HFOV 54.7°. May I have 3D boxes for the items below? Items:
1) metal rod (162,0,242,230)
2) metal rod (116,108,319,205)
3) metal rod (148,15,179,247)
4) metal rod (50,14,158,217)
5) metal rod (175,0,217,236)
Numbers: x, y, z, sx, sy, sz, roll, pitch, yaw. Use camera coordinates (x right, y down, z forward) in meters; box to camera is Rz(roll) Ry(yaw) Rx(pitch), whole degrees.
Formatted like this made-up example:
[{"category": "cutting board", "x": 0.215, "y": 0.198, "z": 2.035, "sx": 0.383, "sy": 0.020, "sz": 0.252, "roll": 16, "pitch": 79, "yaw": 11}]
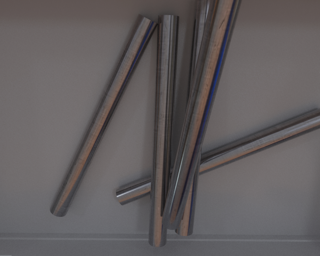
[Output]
[{"category": "metal rod", "x": 0.036, "y": 0.000, "z": 0.323, "sx": 0.025, "sy": 0.025, "sz": 0.298, "roll": 8, "pitch": 123, "yaw": -3}, {"category": "metal rod", "x": 0.080, "y": 0.042, "z": 0.427, "sx": 0.301, "sy": 0.025, "sz": 0.025, "roll": -23, "pitch": 109, "yaw": 8}, {"category": "metal rod", "x": 0.003, "y": 0.014, "z": 0.397, "sx": 0.025, "sy": 0.025, "sz": 0.298, "roll": 2, "pitch": 103, "yaw": -1}, {"category": "metal rod", "x": -0.081, "y": -0.003, "z": 0.409, "sx": 0.025, "sy": 0.025, "sz": 0.298, "roll": 25, "pitch": 108, "yaw": -9}, {"category": "metal rod", "x": 0.043, "y": -0.003, "z": 0.391, "sx": 0.025, "sy": 0.025, "sz": 0.298, "roll": 4, "pitch": 103, "yaw": -2}]
